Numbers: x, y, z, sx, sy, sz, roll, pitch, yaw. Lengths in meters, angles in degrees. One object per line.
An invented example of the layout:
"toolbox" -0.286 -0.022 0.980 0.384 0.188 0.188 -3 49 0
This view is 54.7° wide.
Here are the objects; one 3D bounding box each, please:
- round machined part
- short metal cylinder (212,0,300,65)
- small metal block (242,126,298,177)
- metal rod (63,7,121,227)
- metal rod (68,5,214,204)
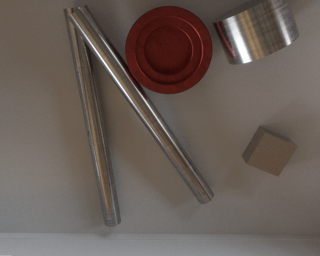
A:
"round machined part" 0.010 -0.092 0.368 0.099 0.042 0.097 0 110 -1
"short metal cylinder" 0.105 -0.111 0.342 0.080 0.080 0.050 -25 109 8
"small metal block" 0.150 0.032 0.425 0.050 0.025 0.050 22 108 -9
"metal rod" -0.085 0.000 0.410 0.025 0.025 0.298 -5 110 1
"metal rod" -0.012 -0.013 0.393 0.025 0.025 0.299 -30 112 10
